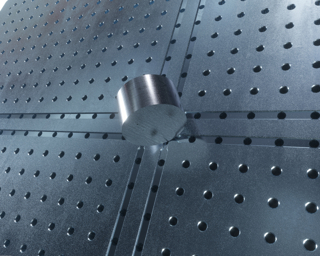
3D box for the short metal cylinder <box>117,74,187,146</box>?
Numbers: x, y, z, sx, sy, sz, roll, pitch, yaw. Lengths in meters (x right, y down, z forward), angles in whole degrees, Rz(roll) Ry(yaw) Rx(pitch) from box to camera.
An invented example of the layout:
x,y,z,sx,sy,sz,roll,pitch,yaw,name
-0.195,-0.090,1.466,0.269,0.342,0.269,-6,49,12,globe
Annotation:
x,y,z,sx,sy,sz,roll,pitch,yaw,name
-0.012,-0.021,0.392,0.080,0.080,0.050,-25,52,13,short metal cylinder
